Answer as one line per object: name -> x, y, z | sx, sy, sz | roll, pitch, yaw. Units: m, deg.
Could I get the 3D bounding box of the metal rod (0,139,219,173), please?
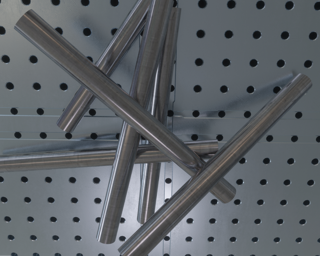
metal rod -> -0.076, 0.038, 0.407 | 0.301, 0.025, 0.025 | -5, 110, 9

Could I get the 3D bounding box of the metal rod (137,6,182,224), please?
metal rod -> -0.005, -0.002, 0.412 | 0.025, 0.025, 0.298 | 6, 110, -2

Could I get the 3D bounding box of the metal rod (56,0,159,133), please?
metal rod -> -0.037, -0.115, 0.370 | 0.025, 0.025, 0.299 | 35, 106, -12

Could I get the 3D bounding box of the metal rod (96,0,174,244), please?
metal rod -> -0.033, 0.000, 0.368 | 0.025, 0.025, 0.298 | 13, 102, -5

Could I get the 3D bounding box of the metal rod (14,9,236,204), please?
metal rod -> -0.022, -0.009, 0.340 | 0.300, 0.025, 0.025 | 41, 105, -19

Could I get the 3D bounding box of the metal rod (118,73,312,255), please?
metal rod -> 0.074, 0.037, 0.354 | 0.301, 0.025, 0.025 | -41, 107, -16
